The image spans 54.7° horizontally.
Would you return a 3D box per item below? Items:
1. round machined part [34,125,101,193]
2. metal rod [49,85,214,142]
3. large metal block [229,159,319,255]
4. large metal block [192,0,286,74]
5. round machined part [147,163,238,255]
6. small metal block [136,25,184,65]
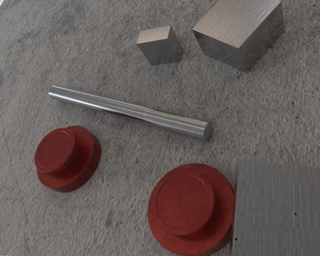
[{"bbox_3d":[-0.137,0.039,0.442,0.098,0.042,0.098,-13,56,21],"label":"round machined part"},{"bbox_3d":[-0.062,-0.029,0.454,0.300,0.025,0.025,16,70,34],"label":"metal rod"},{"bbox_3d":[0.106,0.078,0.271,0.080,0.050,0.080,6,63,12],"label":"large metal block"},{"bbox_3d":[0.105,-0.131,0.413,0.080,0.050,0.080,-48,51,-6],"label":"large metal block"},{"bbox_3d":[0.030,0.082,0.327,0.098,0.042,0.098,-13,56,21],"label":"round machined part"},{"bbox_3d":[0.001,-0.122,0.462,0.050,0.050,0.025,-2,61,27],"label":"small metal block"}]
